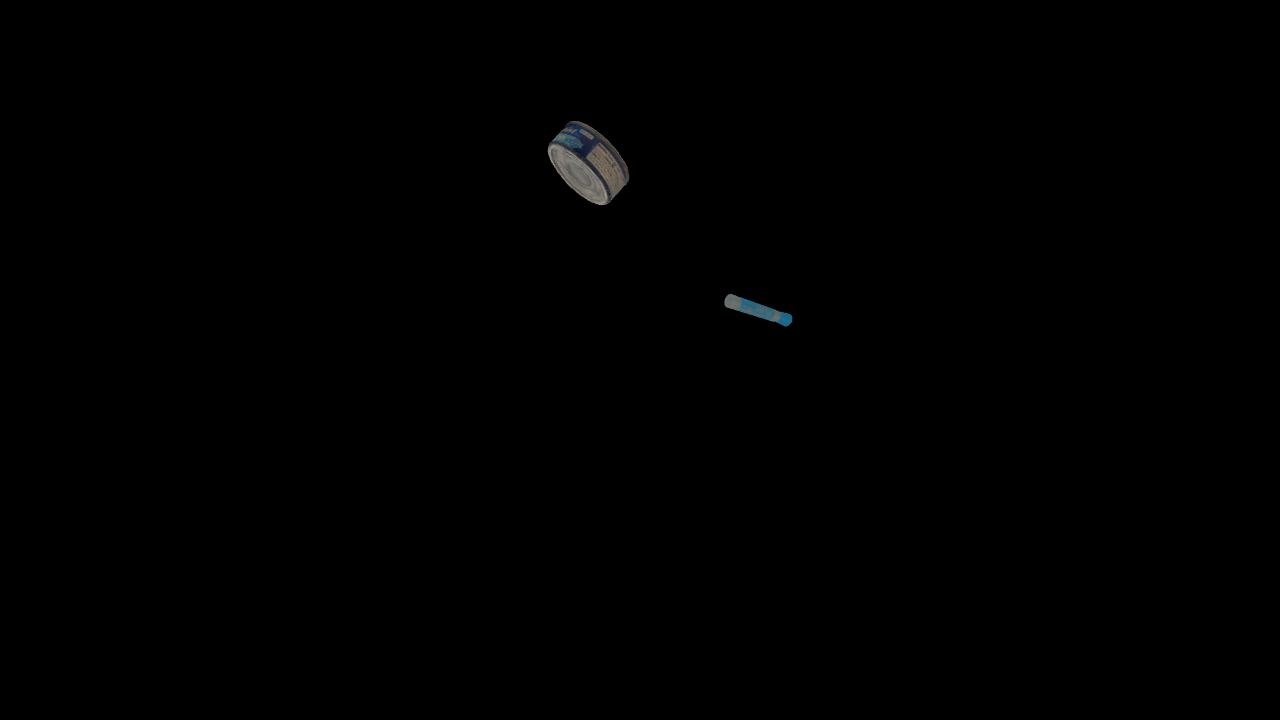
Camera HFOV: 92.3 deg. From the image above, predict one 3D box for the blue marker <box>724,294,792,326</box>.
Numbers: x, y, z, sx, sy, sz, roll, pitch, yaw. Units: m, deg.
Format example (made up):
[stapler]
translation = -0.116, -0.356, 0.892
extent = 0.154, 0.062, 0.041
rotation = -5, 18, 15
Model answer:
[blue marker]
translation = 0.167, -0.068, 0.852
extent = 0.121, 0.020, 0.020
rotation = 13, -7, -33

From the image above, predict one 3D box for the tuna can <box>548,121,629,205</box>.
[tuna can]
translation = -0.054, -0.199, 0.628
extent = 0.084, 0.034, 0.084
rotation = 38, -11, 9
